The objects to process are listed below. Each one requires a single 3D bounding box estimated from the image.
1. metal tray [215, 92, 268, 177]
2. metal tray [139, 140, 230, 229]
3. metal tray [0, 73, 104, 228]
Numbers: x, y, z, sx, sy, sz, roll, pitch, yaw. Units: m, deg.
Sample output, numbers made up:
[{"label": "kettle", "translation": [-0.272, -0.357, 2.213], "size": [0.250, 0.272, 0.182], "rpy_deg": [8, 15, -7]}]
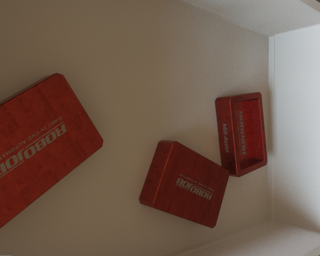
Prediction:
[{"label": "metal tray", "translation": [0.139, 0.008, 0.523], "size": [0.091, 0.030, 0.129], "rpy_deg": [-12, 98, -40]}, {"label": "metal tray", "translation": [0.040, 0.082, 0.440], "size": [0.131, 0.030, 0.090], "rpy_deg": [30, 71, -36]}, {"label": "metal tray", "translation": [-0.129, 0.017, 0.296], "size": [0.131, 0.030, 0.090], "rpy_deg": [-42, 116, -32]}]
